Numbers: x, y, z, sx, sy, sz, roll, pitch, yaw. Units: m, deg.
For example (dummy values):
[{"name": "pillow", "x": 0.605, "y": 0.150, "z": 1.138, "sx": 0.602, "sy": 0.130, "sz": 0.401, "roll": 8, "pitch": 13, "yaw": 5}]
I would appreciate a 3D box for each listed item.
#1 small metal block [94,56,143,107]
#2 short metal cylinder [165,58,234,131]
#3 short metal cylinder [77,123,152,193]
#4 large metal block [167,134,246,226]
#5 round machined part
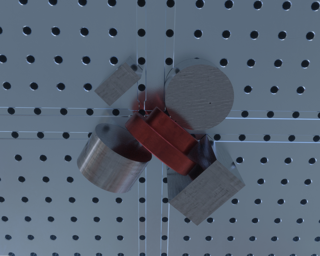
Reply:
[{"name": "small metal block", "x": -0.049, "y": -0.058, "z": 0.378, "sx": 0.050, "sy": 0.050, "sz": 0.025, "roll": -40, "pitch": 106, "yaw": 13}, {"name": "short metal cylinder", "x": 0.046, "y": -0.043, "z": 0.384, "sx": 0.081, "sy": 0.050, "sz": 0.079, "roll": 0, "pitch": 110, "yaw": -1}, {"name": "short metal cylinder", "x": -0.058, "y": 0.037, "z": 0.397, "sx": 0.080, "sy": 0.080, "sz": 0.050, "roll": 29, "pitch": 107, "yaw": -11}, {"name": "large metal block", "x": 0.056, "y": 0.066, "z": 0.410, "sx": 0.050, "sy": 0.080, "sz": 0.080, "roll": 42, "pitch": 105, "yaw": -14}, {"name": "round machined part", "x": 0.008, "y": 0.011, "z": 0.379, "sx": 0.098, "sy": 0.098, "sz": 0.042, "roll": 39, "pitch": 93, "yaw": -14}]
